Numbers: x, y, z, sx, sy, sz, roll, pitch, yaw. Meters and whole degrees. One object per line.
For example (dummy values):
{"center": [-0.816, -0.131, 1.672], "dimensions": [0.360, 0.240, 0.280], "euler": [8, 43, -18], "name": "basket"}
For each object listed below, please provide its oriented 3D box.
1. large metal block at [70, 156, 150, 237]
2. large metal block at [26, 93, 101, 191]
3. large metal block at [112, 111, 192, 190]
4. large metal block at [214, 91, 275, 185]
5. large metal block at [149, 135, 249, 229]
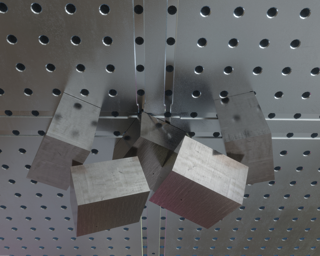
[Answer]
{"center": [-0.065, 0.084, 0.380], "dimensions": [0.081, 0.050, 0.079], "euler": [-7, 141, -22], "name": "large metal block"}
{"center": [-0.119, 0.017, 0.388], "dimensions": [0.050, 0.080, 0.080], "euler": [24, 126, -19], "name": "large metal block"}
{"center": [-0.011, 0.035, 0.424], "dimensions": [0.080, 0.050, 0.080], "euler": [26, 125, -21], "name": "large metal block"}
{"center": [0.105, 0.014, 0.389], "dimensions": [0.050, 0.080, 0.080], "euler": [-13, 129, 10], "name": "large metal block"}
{"center": [0.043, 0.066, 0.361], "dimensions": [0.080, 0.050, 0.080], "euler": [27, 140, -3], "name": "large metal block"}
